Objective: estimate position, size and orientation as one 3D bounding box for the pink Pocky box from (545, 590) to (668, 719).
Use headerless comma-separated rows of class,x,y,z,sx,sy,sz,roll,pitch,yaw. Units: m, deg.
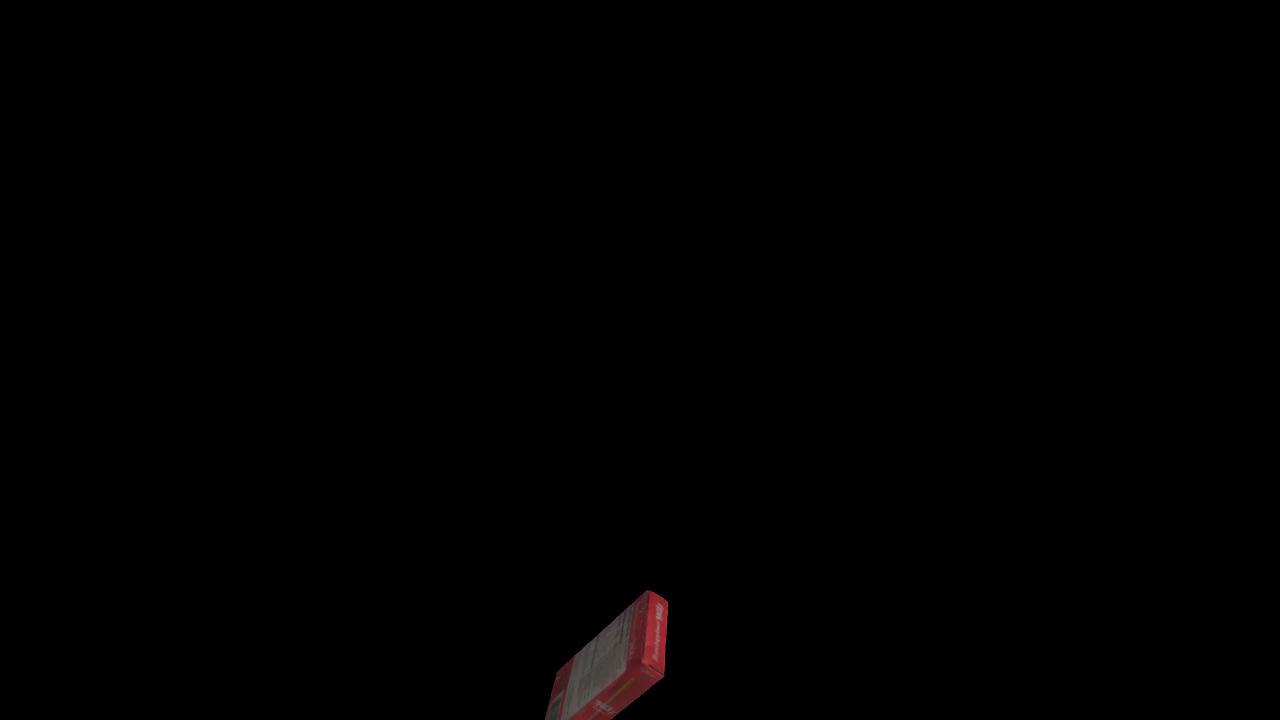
pink Pocky box,-0.032,0.292,0.572,0.029,0.155,0.084,37,21,-11
